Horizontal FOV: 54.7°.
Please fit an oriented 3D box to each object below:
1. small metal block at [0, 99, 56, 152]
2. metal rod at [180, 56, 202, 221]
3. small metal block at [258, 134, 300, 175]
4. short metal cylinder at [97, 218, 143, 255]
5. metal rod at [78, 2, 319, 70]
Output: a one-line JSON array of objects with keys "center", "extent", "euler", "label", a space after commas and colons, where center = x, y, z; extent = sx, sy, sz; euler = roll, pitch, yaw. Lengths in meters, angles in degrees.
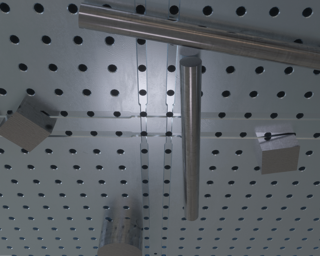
[{"center": [-0.176, -0.002, 0.408], "extent": [0.050, 0.025, 0.050], "euler": [-35, 122, 26], "label": "small metal block"}, {"center": [0.045, 0.039, 0.444], "extent": [0.025, 0.025, 0.298], "euler": [-3, 130, 2], "label": "metal rod"}, {"center": [0.169, 0.038, 0.446], "extent": [0.050, 0.025, 0.050], "euler": [-8, 130, 7], "label": "small metal block"}, {"center": [-0.072, 0.211, 0.574], "extent": [0.081, 0.050, 0.079], "euler": [0, 130, 0], "label": "short metal cylinder"}, {"center": [0.068, -0.093, 0.332], "extent": [0.302, 0.025, 0.025], "euler": [8, 130, -7], "label": "metal rod"}]
